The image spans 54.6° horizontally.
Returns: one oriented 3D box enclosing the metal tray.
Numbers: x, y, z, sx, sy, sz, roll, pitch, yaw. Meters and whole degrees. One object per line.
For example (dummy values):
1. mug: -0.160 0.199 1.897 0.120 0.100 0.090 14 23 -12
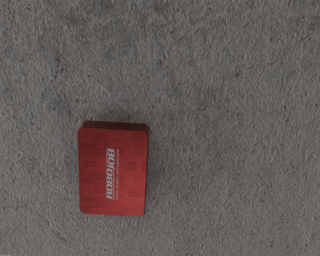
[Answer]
1. metal tray: -0.063 0.057 0.428 0.090 0.030 0.129 3 110 -2
